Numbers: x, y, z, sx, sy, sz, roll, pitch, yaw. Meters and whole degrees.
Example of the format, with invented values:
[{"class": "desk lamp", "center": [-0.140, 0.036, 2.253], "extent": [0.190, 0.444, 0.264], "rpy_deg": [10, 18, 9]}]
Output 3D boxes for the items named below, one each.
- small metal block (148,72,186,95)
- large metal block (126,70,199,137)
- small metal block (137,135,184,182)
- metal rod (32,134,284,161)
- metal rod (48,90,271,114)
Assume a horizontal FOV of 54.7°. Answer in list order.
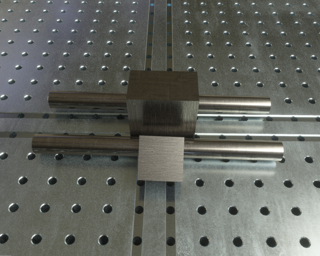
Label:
[{"class": "small metal block", "center": [0.009, -0.064, 0.442], "extent": [0.050, 0.025, 0.050], "rpy_deg": [1, 16, 0]}, {"class": "large metal block", "center": [0.004, -0.024, 0.386], "extent": [0.081, 0.080, 0.050], "rpy_deg": [1, 50, 1]}, {"class": "small metal block", "center": [0.001, 0.035, 0.358], "extent": [0.050, 0.025, 0.050], "rpy_deg": [2, 87, 1]}, {"class": "metal rod", "center": [-0.003, 0.024, 0.383], "extent": [0.302, 0.025, 0.025], "rpy_deg": [2, 50, 1]}, {"class": "metal rod", "center": [-0.001, -0.036, 0.432], "extent": [0.302, 0.025, 0.025], "rpy_deg": [2, 50, 1]}]
